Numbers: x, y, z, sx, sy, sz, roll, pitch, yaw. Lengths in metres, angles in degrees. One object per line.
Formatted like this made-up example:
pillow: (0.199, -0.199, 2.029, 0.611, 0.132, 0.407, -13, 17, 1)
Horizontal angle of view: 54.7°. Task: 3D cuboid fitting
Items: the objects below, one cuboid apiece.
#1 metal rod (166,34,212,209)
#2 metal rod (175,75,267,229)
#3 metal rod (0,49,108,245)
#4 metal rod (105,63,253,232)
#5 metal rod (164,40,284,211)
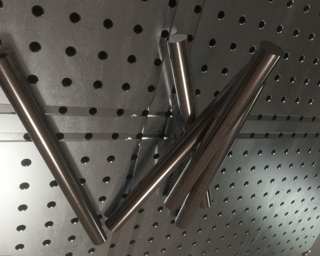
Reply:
metal rod: (0.048, 0.013, 0.447, 0.025, 0.025, 0.298, -24, 128, -14)
metal rod: (0.073, 0.055, 0.442, 0.025, 0.025, 0.298, -6, 135, -26)
metal rod: (-0.120, 0.049, 0.376, 0.025, 0.025, 0.298, -25, 128, -14)
metal rod: (0.021, 0.037, 0.422, 0.025, 0.025, 0.299, 27, 111, -38)
metal rod: (0.063, 0.023, 0.396, 0.025, 0.025, 0.298, -5, 140, -27)
